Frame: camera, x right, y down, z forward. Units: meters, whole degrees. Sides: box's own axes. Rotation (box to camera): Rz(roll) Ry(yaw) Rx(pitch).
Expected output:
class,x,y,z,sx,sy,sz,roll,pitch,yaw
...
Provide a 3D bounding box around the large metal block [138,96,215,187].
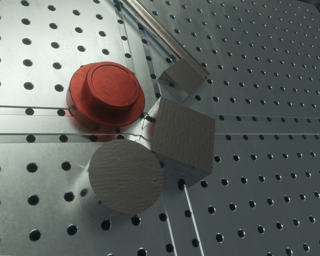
class,x,y,z,sx,sy,sz,roll,pitch,yaw
large metal block,0.021,0.018,0.394,0.080,0.050,0.080,22,54,-16

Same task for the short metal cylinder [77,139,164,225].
class,x,y,z,sx,sy,sz,roll,pitch,yaw
short metal cylinder,-0.043,0.059,0.334,0.081,0.050,0.080,14,56,-21

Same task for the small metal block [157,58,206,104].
class,x,y,z,sx,sy,sz,roll,pitch,yaw
small metal block,0.033,-0.072,0.472,0.050,0.025,0.050,45,51,3

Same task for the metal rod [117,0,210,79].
class,x,y,z,sx,sy,sz,roll,pitch,yaw
metal rod,-0.031,-0.187,0.506,0.300,0.025,0.025,47,51,4

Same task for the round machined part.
class,x,y,z,sx,sy,sz,roll,pitch,yaw
round machined part,-0.064,-0.045,0.391,0.099,0.042,0.098,14,56,-21
